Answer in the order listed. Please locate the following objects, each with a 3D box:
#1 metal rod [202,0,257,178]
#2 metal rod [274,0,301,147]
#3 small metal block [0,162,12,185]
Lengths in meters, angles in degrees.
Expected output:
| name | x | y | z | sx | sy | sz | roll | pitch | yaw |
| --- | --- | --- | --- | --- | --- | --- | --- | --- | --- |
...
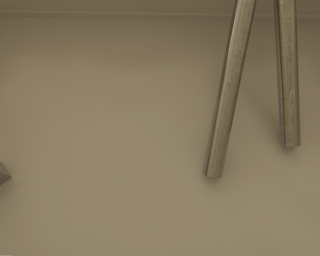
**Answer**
| name | x | y | z | sx | sy | sz | roll | pitch | yaw |
| --- | --- | --- | --- | --- | --- | --- | --- | --- | --- |
| metal rod | 0.091 | -0.087 | 0.376 | 0.025 | 0.025 | 0.298 | 10 | 96 | 3 |
| metal rod | 0.154 | -0.124 | 0.379 | 0.025 | 0.025 | 0.298 | -7 | 101 | -3 |
| small metal block | -0.217 | 0.061 | 0.372 | 0.050 | 0.050 | 0.025 | -38 | 75 | -13 |
